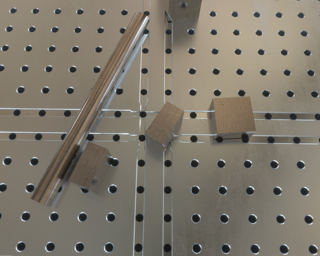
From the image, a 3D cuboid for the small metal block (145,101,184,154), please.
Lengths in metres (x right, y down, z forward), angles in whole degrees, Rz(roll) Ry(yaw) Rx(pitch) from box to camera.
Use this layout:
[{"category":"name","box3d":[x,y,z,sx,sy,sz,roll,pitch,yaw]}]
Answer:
[{"category":"small metal block","box3d":[0.006,0.001,0.398,0.025,0.050,0.050,31,73,10]}]

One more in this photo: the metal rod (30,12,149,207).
[{"category":"metal rod","box3d":[-0.087,-0.038,0.424,0.025,0.025,0.300,22,71,7]}]

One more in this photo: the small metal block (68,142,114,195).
[{"category":"small metal block","box3d":[-0.082,0.050,0.379,0.025,0.050,0.050,21,71,7]}]

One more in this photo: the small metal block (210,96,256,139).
[{"category":"small metal block","box3d":[0.097,-0.014,0.418,0.050,0.025,0.050,-3,70,-2]}]

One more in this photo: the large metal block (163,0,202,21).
[{"category":"large metal block","box3d":[0.029,-0.223,0.464,0.050,0.080,0.080,-11,71,-4]}]
